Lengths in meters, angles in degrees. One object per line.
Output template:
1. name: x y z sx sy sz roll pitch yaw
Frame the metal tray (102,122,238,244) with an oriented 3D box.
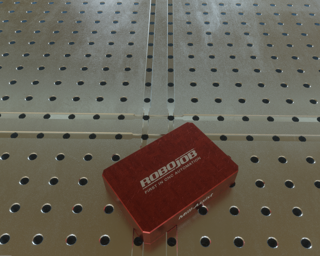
1. metal tray: 0.012 0.056 0.357 0.131 0.030 0.090 -29 56 -22
